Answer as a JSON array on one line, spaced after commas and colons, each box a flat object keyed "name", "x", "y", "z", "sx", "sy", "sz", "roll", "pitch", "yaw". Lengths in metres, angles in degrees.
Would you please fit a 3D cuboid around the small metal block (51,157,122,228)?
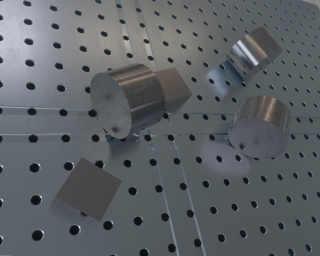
[{"name": "small metal block", "x": -0.076, "y": 0.068, "z": 0.326, "sx": 0.050, "sy": 0.025, "sz": 0.050, "roll": 32, "pitch": 51, "yaw": -7}]

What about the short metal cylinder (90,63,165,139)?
[{"name": "short metal cylinder", "x": -0.040, "y": -0.033, "z": 0.372, "sx": 0.050, "sy": 0.080, "sz": 0.080, "roll": -25, "pitch": 76, "yaw": -37}]

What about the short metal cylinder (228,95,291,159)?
[{"name": "short metal cylinder", "x": 0.145, "y": -0.001, "z": 0.452, "sx": 0.080, "sy": 0.080, "sz": 0.050, "roll": 34, "pitch": 51, "yaw": -6}]

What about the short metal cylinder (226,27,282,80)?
[{"name": "short metal cylinder", "x": 0.163, "y": -0.128, "z": 0.539, "sx": 0.081, "sy": 0.080, "sz": 0.050, "roll": -27, "pitch": 77, "yaw": -37}]

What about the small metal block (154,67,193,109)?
[{"name": "small metal block", "x": 0.010, "y": -0.056, "z": 0.448, "sx": 0.050, "sy": 0.025, "sz": 0.050, "roll": -20, "pitch": 72, "yaw": -36}]
